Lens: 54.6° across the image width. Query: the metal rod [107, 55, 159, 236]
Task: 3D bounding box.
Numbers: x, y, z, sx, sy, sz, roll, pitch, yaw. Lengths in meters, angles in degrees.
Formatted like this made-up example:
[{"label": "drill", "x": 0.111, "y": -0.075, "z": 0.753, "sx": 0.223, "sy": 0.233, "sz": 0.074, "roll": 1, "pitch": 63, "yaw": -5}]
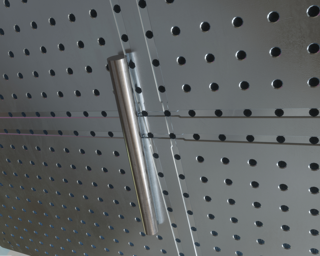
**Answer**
[{"label": "metal rod", "x": -0.034, "y": 0.043, "z": 0.456, "sx": 0.025, "sy": 0.025, "sz": 0.298, "roll": 6, "pitch": 121, "yaw": 25}]
